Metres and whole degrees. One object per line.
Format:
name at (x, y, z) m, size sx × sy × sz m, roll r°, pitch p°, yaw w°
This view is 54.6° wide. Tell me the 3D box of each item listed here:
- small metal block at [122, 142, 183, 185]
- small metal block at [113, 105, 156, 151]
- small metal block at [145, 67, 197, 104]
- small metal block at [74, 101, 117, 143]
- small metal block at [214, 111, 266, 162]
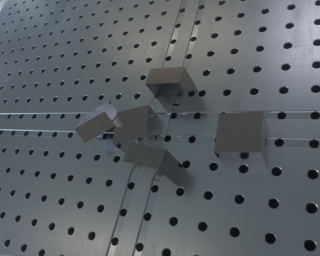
small metal block at (-0.008, 0.043, 0.371) m, size 0.050 × 0.050 × 0.025 m, roll 9°, pitch 67°, yaw 32°
small metal block at (-0.034, 0.001, 0.427) m, size 0.050 × 0.025 × 0.050 m, roll -12°, pitch 57°, yaw 21°
small metal block at (0.016, -0.056, 0.419) m, size 0.050 × 0.050 × 0.025 m, roll 3°, pitch 63°, yaw 29°
small metal block at (-0.090, -0.010, 0.448) m, size 0.050 × 0.025 × 0.050 m, roll -29°, pitch 19°, yaw 10°
small metal block at (0.093, 0.010, 0.354) m, size 0.050 × 0.025 × 0.050 m, roll -2°, pitch 61°, yaw 27°
